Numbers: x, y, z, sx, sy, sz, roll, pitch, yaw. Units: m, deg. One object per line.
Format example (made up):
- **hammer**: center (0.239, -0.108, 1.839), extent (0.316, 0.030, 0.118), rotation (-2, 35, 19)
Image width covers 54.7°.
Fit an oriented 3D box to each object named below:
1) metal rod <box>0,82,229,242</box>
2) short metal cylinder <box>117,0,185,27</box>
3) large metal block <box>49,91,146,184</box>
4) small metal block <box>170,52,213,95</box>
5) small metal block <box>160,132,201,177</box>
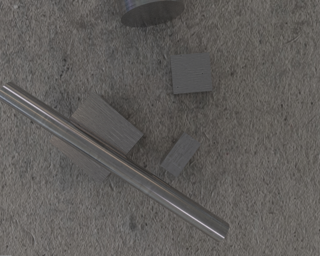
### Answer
- **metal rod**: center (-0.052, 0.040, 0.359), extent (0.301, 0.025, 0.025), rotation (33, 90, -1)
- **short metal cylinder**: center (-0.014, -0.164, 0.382), extent (0.080, 0.080, 0.050), rotation (-12, 90, 0)
- **large metal block**: center (-0.076, 0.012, 0.397), extent (0.080, 0.050, 0.080), rotation (41, 90, 0)
- **small metal block**: center (0.040, -0.071, 0.410), extent (0.050, 0.025, 0.050), rotation (-5, 90, 0)
- **small metal block**: center (0.025, 0.032, 0.398), extent (0.025, 0.050, 0.050), rotation (36, 90, 0)
